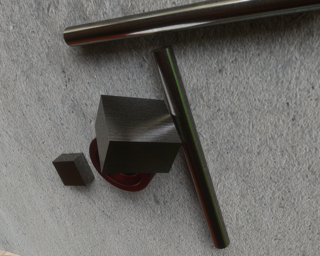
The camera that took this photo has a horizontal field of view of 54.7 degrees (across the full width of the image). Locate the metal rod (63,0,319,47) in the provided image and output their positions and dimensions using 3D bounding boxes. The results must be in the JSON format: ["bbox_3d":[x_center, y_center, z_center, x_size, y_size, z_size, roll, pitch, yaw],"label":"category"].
[{"bbox_3d":[0.020,-0.114,0.324,0.300,0.025,0.025,0,119,27],"label":"metal rod"}]

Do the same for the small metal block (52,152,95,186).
[{"bbox_3d":[-0.147,0.070,0.525,0.050,0.025,0.050,-6,116,30],"label":"small metal block"}]

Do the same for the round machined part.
[{"bbox_3d":[-0.048,0.040,0.441,0.098,0.042,0.097,16,129,21],"label":"round machined part"}]

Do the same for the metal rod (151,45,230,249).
[{"bbox_3d":[0.047,0.041,0.406,0.025,0.025,0.298,-5,116,30],"label":"metal rod"}]

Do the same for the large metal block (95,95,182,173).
[{"bbox_3d":[-0.030,0.007,0.369,0.081,0.080,0.050,3,130,-21],"label":"large metal block"}]
